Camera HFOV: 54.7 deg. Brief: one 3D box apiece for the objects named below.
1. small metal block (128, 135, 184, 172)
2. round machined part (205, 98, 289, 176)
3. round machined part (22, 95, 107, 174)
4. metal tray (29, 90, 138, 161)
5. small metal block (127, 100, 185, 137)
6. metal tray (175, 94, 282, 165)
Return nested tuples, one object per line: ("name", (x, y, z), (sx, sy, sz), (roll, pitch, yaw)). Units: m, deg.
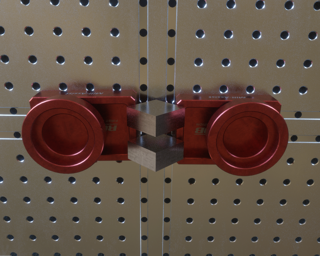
("small metal block", (-0.005, 0.028, 0.394), (0.050, 0.050, 0.025), (19, 117, 41))
("round machined part", (0.107, 0.008, 0.395), (0.099, 0.042, 0.097), (0, 110, 0))
("round machined part", (-0.117, 0.005, 0.392), (0.099, 0.042, 0.097), (0, 110, 0))
("metal tray", (-0.095, -0.002, 0.410), (0.131, 0.030, 0.089), (-1, 112, 0))
("small metal block", (-0.005, -0.014, 0.380), (0.050, 0.050, 0.025), (19, 117, 41))
("metal tray", (0.086, 0.003, 0.413), (0.131, 0.030, 0.089), (1, 110, -1))
